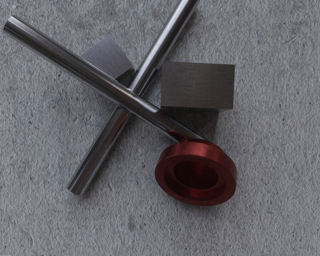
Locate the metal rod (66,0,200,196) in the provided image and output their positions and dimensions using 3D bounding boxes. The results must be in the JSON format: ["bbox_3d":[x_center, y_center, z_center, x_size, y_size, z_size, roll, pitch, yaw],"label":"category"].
[{"bbox_3d":[-0.035,-0.046,0.409,0.025,0.025,0.299,31,90,-1],"label":"metal rod"}]

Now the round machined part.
[{"bbox_3d":[0.046,0.051,0.385,0.098,0.097,0.042,22,46,-1],"label":"round machined part"}]

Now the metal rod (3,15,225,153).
[{"bbox_3d":[-0.046,-0.039,0.381,0.301,0.025,0.025,32,90,-12],"label":"metal rod"}]

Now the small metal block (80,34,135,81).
[{"bbox_3d":[-0.069,-0.085,0.409,0.050,0.025,0.050,-36,90,0],"label":"small metal block"}]

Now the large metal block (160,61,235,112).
[{"bbox_3d":[0.042,-0.048,0.383,0.081,0.080,0.050,3,90,-1],"label":"large metal block"}]
